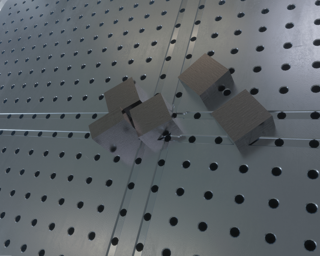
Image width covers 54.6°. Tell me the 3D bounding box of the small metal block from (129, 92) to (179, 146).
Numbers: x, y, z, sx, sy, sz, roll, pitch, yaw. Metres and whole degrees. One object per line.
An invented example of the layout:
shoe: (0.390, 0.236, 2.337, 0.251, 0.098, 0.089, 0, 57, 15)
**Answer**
small metal block: (-0.008, -0.012, 0.421, 0.050, 0.025, 0.050, -29, 52, 10)

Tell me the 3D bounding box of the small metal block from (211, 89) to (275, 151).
small metal block: (0.097, -0.010, 0.364, 0.050, 0.025, 0.050, -36, 51, 4)

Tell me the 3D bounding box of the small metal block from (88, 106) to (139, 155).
small metal block: (-0.060, 0.004, 0.422, 0.050, 0.050, 0.025, -32, 52, 8)

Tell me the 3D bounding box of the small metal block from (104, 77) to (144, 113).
small metal block: (-0.051, -0.040, 0.461, 0.050, 0.025, 0.050, -28, 52, 10)

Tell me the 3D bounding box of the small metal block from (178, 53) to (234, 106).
small metal block: (0.061, -0.066, 0.417, 0.050, 0.025, 0.050, -41, 51, 0)
